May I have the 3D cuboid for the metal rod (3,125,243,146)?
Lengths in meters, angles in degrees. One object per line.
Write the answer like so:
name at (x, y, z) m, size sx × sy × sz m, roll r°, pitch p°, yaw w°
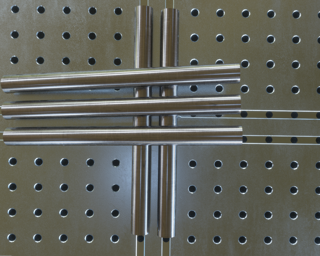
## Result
metal rod at (-0.052, 0.010, 0.392) m, size 0.302 × 0.025 × 0.025 m, roll 0°, pitch 90°, yaw 8°

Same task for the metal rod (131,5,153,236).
metal rod at (-0.024, -0.010, 0.413) m, size 0.025 × 0.025 × 0.298 m, roll 1°, pitch 90°, yaw -1°

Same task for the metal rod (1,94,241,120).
metal rod at (-0.054, -0.026, 0.392) m, size 0.302 × 0.025 × 0.025 m, roll -1°, pitch 90°, yaw 7°

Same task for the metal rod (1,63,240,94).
metal rod at (-0.054, -0.062, 0.392) m, size 0.302 × 0.025 × 0.025 m, roll -1°, pitch 90°, yaw 7°

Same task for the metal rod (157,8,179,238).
metal rod at (0.011, -0.006, 0.414) m, size 0.025 × 0.025 × 0.298 m, roll 1°, pitch 90°, yaw -1°
